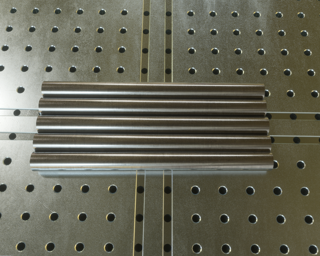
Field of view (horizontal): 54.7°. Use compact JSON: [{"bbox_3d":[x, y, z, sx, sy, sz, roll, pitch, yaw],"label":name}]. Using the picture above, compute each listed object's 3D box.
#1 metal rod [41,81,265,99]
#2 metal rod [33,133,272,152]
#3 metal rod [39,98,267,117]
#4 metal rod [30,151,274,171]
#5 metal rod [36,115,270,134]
[{"bbox_3d":[-0.009,-0.051,0.430,0.302,0.025,0.025,0,70,-1],"label":"metal rod"},{"bbox_3d":[-0.009,0.020,0.404,0.302,0.025,0.025,0,70,-1],"label":"metal rod"},{"bbox_3d":[-0.009,-0.028,0.422,0.302,0.025,0.025,0,70,-1],"label":"metal rod"},{"bbox_3d":[-0.009,0.042,0.396,0.302,0.025,0.025,0,70,-1],"label":"metal rod"},{"bbox_3d":[-0.009,-0.004,0.413,0.302,0.025,0.025,0,70,-1],"label":"metal rod"}]
